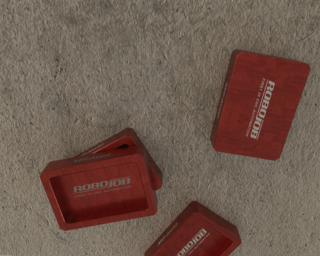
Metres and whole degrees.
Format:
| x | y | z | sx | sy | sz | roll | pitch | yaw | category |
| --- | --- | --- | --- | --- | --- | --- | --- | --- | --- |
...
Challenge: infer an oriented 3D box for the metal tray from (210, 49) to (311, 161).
| x | y | z | sx | sy | sz | roll | pitch | yaw | category |
| --- | --- | --- | --- | --- | --- | --- | --- | --- | --- |
| 0.124 | -0.028 | 0.398 | 0.091 | 0.030 | 0.129 | 9 | 110 | -4 | metal tray |

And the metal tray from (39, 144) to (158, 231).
| x | y | z | sx | sy | sz | roll | pitch | yaw | category |
| --- | --- | --- | --- | --- | --- | --- | --- | --- | --- |
| -0.076 | 0.078 | 0.402 | 0.131 | 0.030 | 0.089 | -11 | 110 | 4 | metal tray |

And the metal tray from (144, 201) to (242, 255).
| x | y | z | sx | sy | sz | roll | pitch | yaw | category |
| --- | --- | --- | --- | --- | --- | --- | --- | --- | --- |
| 0.048 | 0.185 | 0.475 | 0.090 | 0.030 | 0.129 | 35 | 106 | -12 | metal tray |

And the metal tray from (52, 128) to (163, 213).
| x | y | z | sx | sy | sz | roll | pitch | yaw | category |
| --- | --- | --- | --- | --- | --- | --- | --- | --- | --- |
| -0.073 | 0.068 | 0.431 | 0.130 | 0.030 | 0.090 | -28 | 108 | 10 | metal tray |
